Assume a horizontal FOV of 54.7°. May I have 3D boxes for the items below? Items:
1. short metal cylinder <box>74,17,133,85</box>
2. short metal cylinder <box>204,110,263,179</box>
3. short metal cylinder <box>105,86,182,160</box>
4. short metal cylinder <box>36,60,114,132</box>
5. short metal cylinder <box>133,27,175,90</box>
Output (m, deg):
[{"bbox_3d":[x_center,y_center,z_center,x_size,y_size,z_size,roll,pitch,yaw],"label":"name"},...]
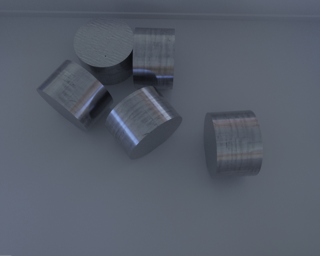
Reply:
[{"bbox_3d":[-0.074,-0.107,0.435,0.081,0.050,0.080,0,70,0],"label":"short metal cylinder"},{"bbox_3d":[0.085,0.019,0.374,0.050,0.080,0.080,-4,70,-2],"label":"short metal cylinder"},{"bbox_3d":[-0.020,-0.006,0.382,0.080,0.080,0.050,-36,74,-12],"label":"short metal cylinder"},{"bbox_3d":[-0.107,-0.040,0.394,0.080,0.080,0.050,35,74,11],"label":"short metal cylinder"},{"bbox_3d":[-0.007,-0.092,0.414,0.050,0.080,0.080,2,70,0],"label":"short metal cylinder"}]
